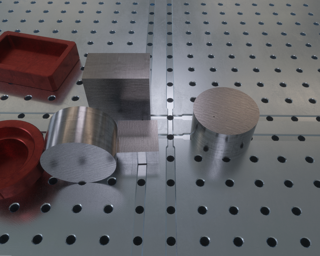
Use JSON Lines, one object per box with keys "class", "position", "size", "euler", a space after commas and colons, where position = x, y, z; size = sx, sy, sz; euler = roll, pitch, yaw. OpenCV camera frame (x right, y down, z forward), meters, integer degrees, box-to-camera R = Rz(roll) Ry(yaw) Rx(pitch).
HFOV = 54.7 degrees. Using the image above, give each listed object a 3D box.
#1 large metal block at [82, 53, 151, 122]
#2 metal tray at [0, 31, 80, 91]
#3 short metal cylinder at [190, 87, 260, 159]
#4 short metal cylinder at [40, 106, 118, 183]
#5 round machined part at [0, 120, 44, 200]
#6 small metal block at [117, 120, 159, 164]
{"class": "large metal block", "position": [-0.053, -0.053, 0.416], "size": [0.081, 0.080, 0.050], "euler": [0, 50, 0]}
{"class": "metal tray", "position": [-0.208, -0.109, 0.494], "size": [0.131, 0.030, 0.090], "euler": [12, 51, 9]}
{"class": "short metal cylinder", "position": [0.081, -0.007, 0.398], "size": [0.080, 0.050, 0.080], "euler": [0, 50, 0]}
{"class": "short metal cylinder", "position": [-0.090, 0.021, 0.354], "size": [0.081, 0.080, 0.050], "euler": [-2, 50, -2]}
{"class": "round machined part", "position": [-0.180, 0.040, 0.361], "size": [0.099, 0.042, 0.098], "euler": [0, 50, 0]}
{"class": "small metal block", "position": [-0.027, 0.017, 0.393], "size": [0.050, 0.025, 0.050], "euler": [-2, 50, -2]}
